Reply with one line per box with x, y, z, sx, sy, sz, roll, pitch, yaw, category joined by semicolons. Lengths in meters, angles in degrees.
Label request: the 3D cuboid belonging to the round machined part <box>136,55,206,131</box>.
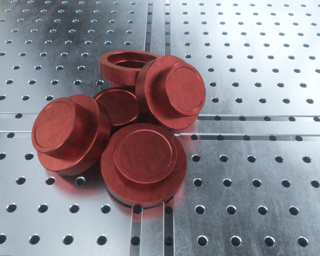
0.021;-0.046;0.397;0.042;0.098;0.098;-9;33;50;round machined part

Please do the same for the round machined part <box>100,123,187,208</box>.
-0.018;0.036;0.350;0.099;0.042;0.098;3;61;-6;round machined part

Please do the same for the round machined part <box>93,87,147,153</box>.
-0.056;-0.016;0.408;0.099;0.042;0.098;0;50;0;round machined part

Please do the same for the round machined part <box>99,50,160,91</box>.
-0.038;-0.078;0.447;0.099;0.042;0.098;5;29;-2;round machined part

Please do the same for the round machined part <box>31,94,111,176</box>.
-0.110;0.003;0.361;0.098;0.042;0.098;-13;61;26;round machined part
